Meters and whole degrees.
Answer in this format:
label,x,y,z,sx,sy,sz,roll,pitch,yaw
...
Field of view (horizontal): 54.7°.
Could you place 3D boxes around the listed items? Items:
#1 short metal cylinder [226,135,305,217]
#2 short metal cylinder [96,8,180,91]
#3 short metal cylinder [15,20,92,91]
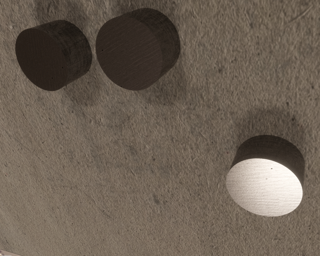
label,x,y,z,sx,sy,sz,roll,pitch,yaw
short metal cylinder,0.123,0.055,0.359,0.080,0.050,0.079,13,124,20
short metal cylinder,-0.024,-0.088,0.347,0.080,0.050,0.079,13,124,20
short metal cylinder,-0.137,-0.094,0.402,0.080,0.050,0.079,13,124,20
